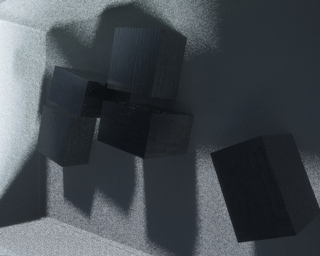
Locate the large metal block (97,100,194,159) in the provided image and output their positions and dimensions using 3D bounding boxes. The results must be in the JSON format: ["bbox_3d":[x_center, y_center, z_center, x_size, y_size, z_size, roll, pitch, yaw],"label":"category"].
[{"bbox_3d":[-0.017,0.000,0.383,0.080,0.081,0.050,17,101,38],"label":"large metal block"}]

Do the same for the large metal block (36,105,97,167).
[{"bbox_3d":[-0.157,0.011,0.517,0.080,0.050,0.079,21,103,37],"label":"large metal block"}]

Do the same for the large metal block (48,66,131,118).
[{"bbox_3d":[-0.101,-0.051,0.452,0.080,0.081,0.050,26,107,36],"label":"large metal block"}]

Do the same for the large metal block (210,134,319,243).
[{"bbox_3d":[0.100,0.052,0.288,0.050,0.081,0.080,-25,74,37],"label":"large metal block"}]

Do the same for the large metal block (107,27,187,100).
[{"bbox_3d":[-0.018,-0.084,0.404,0.080,0.050,0.079,16,100,38],"label":"large metal block"}]
